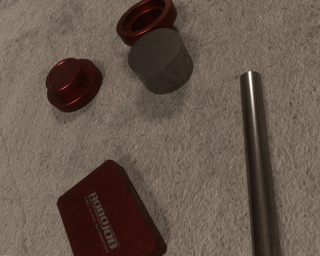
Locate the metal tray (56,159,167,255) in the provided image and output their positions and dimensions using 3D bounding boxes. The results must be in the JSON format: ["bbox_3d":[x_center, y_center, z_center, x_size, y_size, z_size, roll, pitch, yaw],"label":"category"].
[{"bbox_3d":[-0.062,0.112,0.363,0.090,0.030,0.130,-38,51,2],"label":"metal tray"}]

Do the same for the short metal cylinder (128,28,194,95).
[{"bbox_3d":[0.002,-0.095,0.444,0.080,0.050,0.080,-13,57,20],"label":"short metal cylinder"}]

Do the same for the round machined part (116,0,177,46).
[{"bbox_3d":[-0.017,-0.164,0.496,0.098,0.042,0.098,-17,47,20],"label":"round machined part"}]

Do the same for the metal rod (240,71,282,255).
[{"bbox_3d":[0.101,0.068,0.308,0.025,0.025,0.299,-9,58,23],"label":"metal rod"}]

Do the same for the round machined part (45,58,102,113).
[{"bbox_3d":[-0.150,-0.078,0.517,0.098,0.042,0.098,-13,56,20],"label":"round machined part"}]
